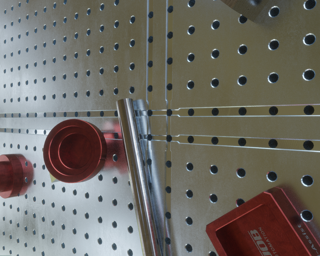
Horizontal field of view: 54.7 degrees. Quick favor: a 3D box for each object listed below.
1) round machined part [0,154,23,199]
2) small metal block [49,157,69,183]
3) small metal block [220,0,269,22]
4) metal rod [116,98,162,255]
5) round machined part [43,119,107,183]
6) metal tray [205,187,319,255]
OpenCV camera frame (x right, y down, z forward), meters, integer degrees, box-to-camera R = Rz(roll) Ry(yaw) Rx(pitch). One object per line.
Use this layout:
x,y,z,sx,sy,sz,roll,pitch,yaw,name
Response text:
-0.348,0.108,0.686,0.098,0.042,0.097,0,90,40,round machined part
-0.160,0.061,0.522,0.025,0.050,0.050,-35,68,48,small metal block
0.092,-0.143,0.317,0.025,0.050,0.050,50,120,28,small metal block
-0.023,0.105,0.428,0.025,0.025,0.299,-18,78,38,metal rod
-0.129,0.037,0.489,0.098,0.042,0.097,-2,82,14,round machined part
0.115,0.138,0.311,0.090,0.030,0.130,-43,64,31,metal tray
